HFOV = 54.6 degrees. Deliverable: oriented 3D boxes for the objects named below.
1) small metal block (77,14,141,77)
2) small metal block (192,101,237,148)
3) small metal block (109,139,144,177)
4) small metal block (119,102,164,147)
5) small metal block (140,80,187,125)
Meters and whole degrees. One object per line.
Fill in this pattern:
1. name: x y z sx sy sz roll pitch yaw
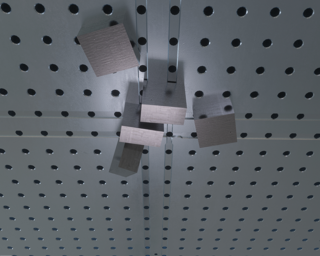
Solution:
1. small metal block: -0.054 -0.088 0.336 0.050 0.025 0.050 -13 129 10
2. small metal block: 0.073 -0.004 0.409 0.050 0.025 0.050 -10 130 8
3. small metal block: -0.044 0.035 0.413 0.025 0.050 0.050 20 158 -17
4. small metal block: -0.022 -0.005 0.390 0.050 0.050 0.025 9 127 -7
5. small metal block: 0.004 -0.031 0.369 0.050 0.050 0.025 5 130 -4
